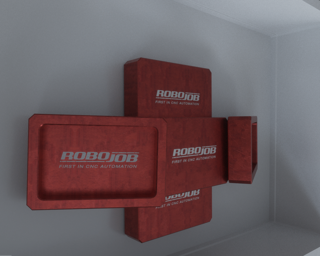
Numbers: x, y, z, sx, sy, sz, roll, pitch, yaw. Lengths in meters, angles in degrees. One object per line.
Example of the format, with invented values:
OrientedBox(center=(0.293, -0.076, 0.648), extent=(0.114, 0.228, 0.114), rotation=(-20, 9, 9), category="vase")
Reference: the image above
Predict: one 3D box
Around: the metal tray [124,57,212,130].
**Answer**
OrientedBox(center=(0.015, -0.039, 0.412), extent=(0.131, 0.030, 0.089), rotation=(-1, 91, -40), category="metal tray")

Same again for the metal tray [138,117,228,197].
OrientedBox(center=(0.034, 0.032, 0.391), extent=(0.131, 0.030, 0.089), rotation=(-2, 91, -40), category="metal tray")

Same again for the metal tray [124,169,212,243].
OrientedBox(center=(0.015, 0.090, 0.413), extent=(0.131, 0.030, 0.089), rotation=(-1, 91, -40), category="metal tray")

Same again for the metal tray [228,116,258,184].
OrientedBox(center=(0.128, 0.027, 0.467), extent=(0.130, 0.030, 0.089), rotation=(-6, 95, -69), category="metal tray")

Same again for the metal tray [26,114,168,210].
OrientedBox(center=(-0.060, 0.033, 0.311), extent=(0.131, 0.030, 0.089), rotation=(1, 90, -11), category="metal tray")
